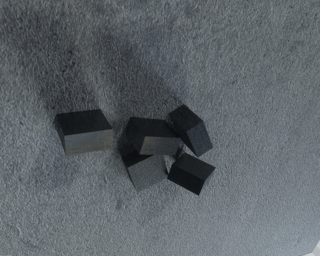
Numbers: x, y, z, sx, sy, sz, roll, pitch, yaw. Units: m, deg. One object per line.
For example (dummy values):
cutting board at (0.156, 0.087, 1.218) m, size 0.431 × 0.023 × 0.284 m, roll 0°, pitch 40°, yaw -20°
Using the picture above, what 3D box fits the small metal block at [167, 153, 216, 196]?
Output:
small metal block at (0.046, 0.064, 0.442) m, size 0.050 × 0.050 × 0.025 m, roll -29°, pitch 141°, yaw -60°

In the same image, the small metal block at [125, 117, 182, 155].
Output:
small metal block at (-0.009, 0.010, 0.392) m, size 0.050 × 0.050 × 0.025 m, roll 4°, pitch 117°, yaw -30°

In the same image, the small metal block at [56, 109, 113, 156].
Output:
small metal block at (-0.085, 0.003, 0.346) m, size 0.050 × 0.050 × 0.025 m, roll -9°, pitch 122°, yaw -24°

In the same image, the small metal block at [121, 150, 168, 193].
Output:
small metal block at (-0.020, 0.054, 0.430) m, size 0.050 × 0.025 × 0.050 m, roll -25°, pitch 128°, yaw -13°

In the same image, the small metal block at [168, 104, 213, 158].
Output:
small metal block at (0.041, 0.003, 0.415) m, size 0.025 × 0.050 × 0.050 m, roll -32°, pitch 129°, yaw -7°
